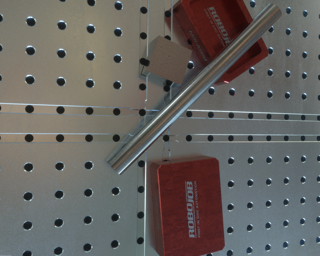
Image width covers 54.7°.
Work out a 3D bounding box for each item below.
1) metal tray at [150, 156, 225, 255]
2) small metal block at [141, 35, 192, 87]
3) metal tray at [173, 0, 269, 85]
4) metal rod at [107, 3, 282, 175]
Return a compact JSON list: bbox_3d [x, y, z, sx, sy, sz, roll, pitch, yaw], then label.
[{"bbox_3d":[0.039,0.108,0.426,0.091,0.030,0.129,-5,92,-20],"label":"metal tray"},{"bbox_3d":[0.009,-0.088,0.417,0.050,0.025,0.050,20,83,-19],"label":"small metal block"},{"bbox_3d":[0.089,-0.139,0.443,0.090,0.030,0.130,-35,102,-17],"label":"metal tray"},{"bbox_3d":[0.049,-0.054,0.406,0.300,0.025,0.025,-45,105,-5],"label":"metal rod"}]
